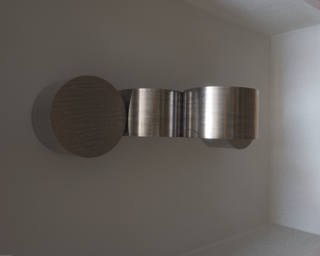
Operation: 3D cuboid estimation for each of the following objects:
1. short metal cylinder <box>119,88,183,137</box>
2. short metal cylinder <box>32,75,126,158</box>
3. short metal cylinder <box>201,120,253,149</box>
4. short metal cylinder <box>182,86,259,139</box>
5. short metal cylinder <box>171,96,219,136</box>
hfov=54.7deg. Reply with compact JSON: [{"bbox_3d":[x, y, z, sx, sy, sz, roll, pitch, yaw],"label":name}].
[{"bbox_3d":[-0.010,-0.015,0.360,0.081,0.080,0.050,2,89,-40],"label":"short metal cylinder"},{"bbox_3d":[-0.082,-0.011,0.319,0.081,0.050,0.080,0,90,-40],"label":"short metal cylinder"},{"bbox_3d":[0.103,-0.009,0.475,0.081,0.050,0.080,0,90,-40],"label":"short metal cylinder"},{"bbox_3d":[0.065,-0.014,0.333,0.081,0.080,0.050,2,89,-40],"label":"short metal cylinder"},{"bbox_3d":[0.052,-0.013,0.411,0.081,0.080,0.050,2,89,-40],"label":"short metal cylinder"}]
